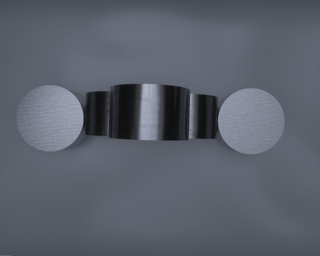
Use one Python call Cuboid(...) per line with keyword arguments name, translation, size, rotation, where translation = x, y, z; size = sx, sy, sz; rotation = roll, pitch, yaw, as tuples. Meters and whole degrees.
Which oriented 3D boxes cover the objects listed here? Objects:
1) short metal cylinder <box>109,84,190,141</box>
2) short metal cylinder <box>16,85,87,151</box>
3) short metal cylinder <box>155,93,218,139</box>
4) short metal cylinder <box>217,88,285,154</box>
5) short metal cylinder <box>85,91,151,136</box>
Cuboid(name="short metal cylinder", translation=(-0.010, -0.014, 0.313), size=(0.081, 0.080, 0.050), rotation=(2, 90, 0))
Cuboid(name="short metal cylinder", translation=(-0.132, -0.012, 0.396), size=(0.081, 0.050, 0.080), rotation=(0, 90, 0))
Cuboid(name="short metal cylinder", translation=(0.030, -0.013, 0.382), size=(0.081, 0.080, 0.050), rotation=(2, 90, 0))
Cuboid(name="short metal cylinder", translation=(0.110, -0.008, 0.398), size=(0.081, 0.050, 0.080), rotation=(0, 90, 0))
Cuboid(name="short metal cylinder", translation=(-0.051, -0.016, 0.381), size=(0.081, 0.080, 0.050), rotation=(2, 90, 0))
